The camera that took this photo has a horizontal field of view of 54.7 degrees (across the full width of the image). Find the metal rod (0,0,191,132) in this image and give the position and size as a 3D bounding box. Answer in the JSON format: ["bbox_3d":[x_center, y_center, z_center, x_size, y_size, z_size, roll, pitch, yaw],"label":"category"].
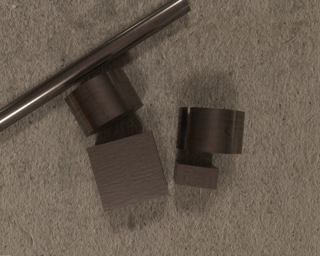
[{"bbox_3d":[-0.093,-0.085,0.408,0.301,0.025,0.025,-33,90,-1],"label":"metal rod"}]

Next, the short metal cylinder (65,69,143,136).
[{"bbox_3d":[-0.068,-0.030,0.382,0.080,0.080,0.050,-30,90,0],"label":"short metal cylinder"}]

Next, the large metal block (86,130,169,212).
[{"bbox_3d":[-0.039,0.052,0.397,0.080,0.050,0.080,-15,90,-1],"label":"large metal block"}]

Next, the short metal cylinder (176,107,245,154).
[{"bbox_3d":[0.062,0.003,0.383,0.081,0.080,0.050,4,90,-1],"label":"short metal cylinder"}]

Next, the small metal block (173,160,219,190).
[{"bbox_3d":[0.045,0.059,0.398,0.050,0.050,0.025,8,90,-1],"label":"small metal block"}]
